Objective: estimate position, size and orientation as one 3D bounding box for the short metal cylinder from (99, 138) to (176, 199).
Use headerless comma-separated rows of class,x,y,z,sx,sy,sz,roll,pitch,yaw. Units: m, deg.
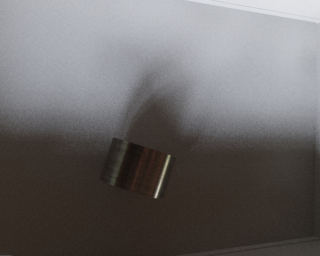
short metal cylinder,-0.026,0.048,0.372,0.080,0.080,0.050,20,84,-19
